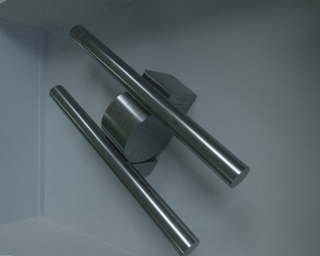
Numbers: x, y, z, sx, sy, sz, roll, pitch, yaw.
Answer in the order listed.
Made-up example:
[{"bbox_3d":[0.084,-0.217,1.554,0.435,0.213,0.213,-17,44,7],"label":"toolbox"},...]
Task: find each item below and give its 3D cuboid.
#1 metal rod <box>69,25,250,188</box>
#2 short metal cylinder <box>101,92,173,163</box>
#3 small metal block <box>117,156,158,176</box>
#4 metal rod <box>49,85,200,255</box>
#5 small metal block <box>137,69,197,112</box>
[{"bbox_3d":[-0.021,-0.043,0.356,0.300,0.025,0.025,43,116,31],"label":"metal rod"},{"bbox_3d":[-0.025,-0.003,0.388,0.050,0.081,0.080,44,116,31],"label":"short metal cylinder"},{"bbox_3d":[-0.040,0.040,0.419,0.050,0.050,0.025,44,117,30],"label":"small metal block"},{"bbox_3d":[-0.062,0.034,0.390,0.300,0.025,0.025,43,116,31],"label":"metal rod"},{"bbox_3d":[0.009,-0.045,0.379,0.050,0.050,0.025,44,117,30],"label":"small metal block"}]
